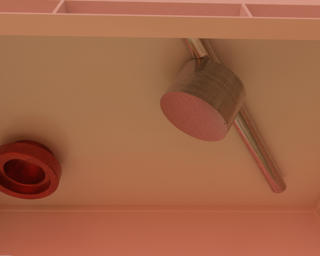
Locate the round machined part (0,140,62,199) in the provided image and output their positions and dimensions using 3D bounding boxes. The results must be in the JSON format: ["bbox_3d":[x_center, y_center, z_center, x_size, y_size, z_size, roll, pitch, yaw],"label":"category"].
[{"bbox_3d":[-0.190,0.055,0.442,0.099,0.042,0.097,-1,130,0],"label":"round machined part"}]

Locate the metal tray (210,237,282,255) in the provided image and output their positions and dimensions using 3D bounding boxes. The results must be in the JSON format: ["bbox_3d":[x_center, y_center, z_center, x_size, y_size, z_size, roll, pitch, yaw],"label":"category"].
[{"bbox_3d":[0.183,0.279,0.649,0.130,0.030,0.090,-23,127,18],"label":"metal tray"}]

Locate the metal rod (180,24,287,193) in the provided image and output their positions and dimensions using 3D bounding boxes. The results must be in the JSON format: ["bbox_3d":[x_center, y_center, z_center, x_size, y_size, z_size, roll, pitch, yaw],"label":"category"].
[{"bbox_3d":[0.110,-0.004,0.407,0.025,0.025,0.300,-25,126,19],"label":"metal rod"}]

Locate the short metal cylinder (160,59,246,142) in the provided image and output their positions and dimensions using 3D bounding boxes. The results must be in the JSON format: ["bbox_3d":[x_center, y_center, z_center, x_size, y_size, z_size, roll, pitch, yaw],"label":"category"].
[{"bbox_3d":[0.047,-0.029,0.344,0.080,0.050,0.080,26,154,14],"label":"short metal cylinder"}]
